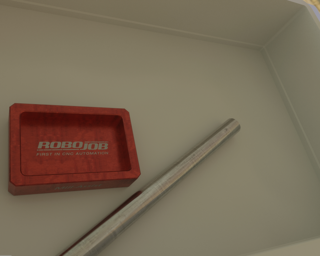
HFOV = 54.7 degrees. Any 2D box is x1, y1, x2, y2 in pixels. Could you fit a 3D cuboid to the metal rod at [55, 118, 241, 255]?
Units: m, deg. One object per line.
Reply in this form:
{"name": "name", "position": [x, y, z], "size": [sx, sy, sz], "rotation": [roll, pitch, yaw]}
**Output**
{"name": "metal rod", "position": [0.012, 0.061, 0.375], "size": [0.302, 0.025, 0.025], "rotation": [-33, 81, -38]}

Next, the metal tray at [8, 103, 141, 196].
{"name": "metal tray", "position": [-0.093, 0.021, 0.339], "size": [0.131, 0.030, 0.090], "rotation": [1, 61, -28]}
